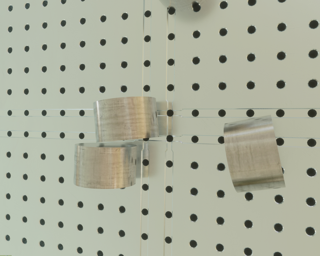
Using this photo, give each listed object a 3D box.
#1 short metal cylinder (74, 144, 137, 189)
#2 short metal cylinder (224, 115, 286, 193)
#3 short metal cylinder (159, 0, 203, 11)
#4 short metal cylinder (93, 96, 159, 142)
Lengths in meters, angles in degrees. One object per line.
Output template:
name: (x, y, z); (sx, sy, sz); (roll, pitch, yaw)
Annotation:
short metal cylinder: (-0.072, 0.047, 0.409); (0.080, 0.080, 0.050); (2, 91, 20)
short metal cylinder: (0.106, 0.029, 0.346); (0.050, 0.080, 0.080); (-11, 86, 20)
short metal cylinder: (0.023, -0.197, 0.391); (0.080, 0.050, 0.079); (0, 90, 20)
short metal cylinder: (-0.043, -0.010, 0.399); (0.080, 0.080, 0.050); (-6, 88, 20)
